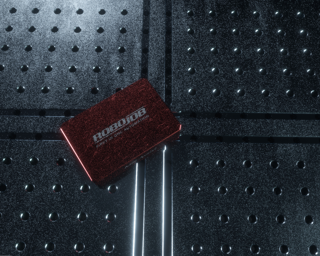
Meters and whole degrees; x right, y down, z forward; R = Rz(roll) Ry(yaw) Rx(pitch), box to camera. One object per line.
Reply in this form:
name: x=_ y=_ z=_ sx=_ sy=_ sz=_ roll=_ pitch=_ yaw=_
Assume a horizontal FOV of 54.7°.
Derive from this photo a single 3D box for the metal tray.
metal tray: x=-0.050 y=0.003 z=0.407 sx=0.131 sy=0.030 sz=0.090 roll=-32 pitch=73 yaw=-11
